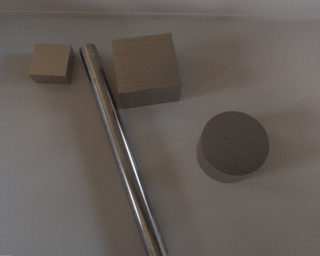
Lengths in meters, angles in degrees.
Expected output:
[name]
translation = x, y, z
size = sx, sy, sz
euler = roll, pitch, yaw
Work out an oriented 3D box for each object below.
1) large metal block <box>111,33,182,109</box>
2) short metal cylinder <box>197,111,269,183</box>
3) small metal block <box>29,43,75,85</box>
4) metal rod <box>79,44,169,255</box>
[large metal block]
translation = -0.018, -0.077, 0.424
size = 0.081, 0.050, 0.080
euler = -9, 70, -4
[short metal cylinder]
translation = 0.089, 0.025, 0.388
size = 0.081, 0.050, 0.080
euler = 0, 70, 0
[small metal block]
translation = -0.152, -0.091, 0.441
size = 0.050, 0.025, 0.050
euler = 3, 70, 0
[metal rod]
translation = -0.053, 0.017, 0.402
size = 0.025, 0.025, 0.299
euler = -19, 71, -7
